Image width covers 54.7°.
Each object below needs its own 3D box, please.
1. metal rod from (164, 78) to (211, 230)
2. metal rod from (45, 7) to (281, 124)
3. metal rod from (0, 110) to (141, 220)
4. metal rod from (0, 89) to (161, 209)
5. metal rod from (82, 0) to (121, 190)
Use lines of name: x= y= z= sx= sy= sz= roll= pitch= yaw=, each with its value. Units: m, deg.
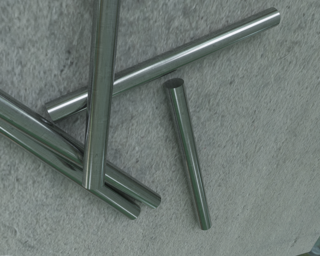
metal rod: x=0.049 y=0.060 z=0.472 sx=0.025 sy=0.025 sz=0.298 roll=-26 pitch=128 yaw=-13
metal rod: x=0.014 y=-0.080 z=0.366 sx=0.302 sy=0.025 sz=0.025 roll=-26 pitch=128 yaw=-13
metal rod: x=-0.117 y=0.041 z=0.368 sx=0.025 sy=0.025 sz=0.300 roll=-42 pitch=130 yaw=0
metal rod: x=-0.087 y=0.037 z=0.369 sx=0.025 sy=0.025 sz=0.300 roll=-44 pitch=134 yaw=2
metal rod: x=-0.056 y=-0.075 z=0.306 sx=0.025 sy=0.025 sz=0.298 roll=-2 pitch=112 yaw=-28
